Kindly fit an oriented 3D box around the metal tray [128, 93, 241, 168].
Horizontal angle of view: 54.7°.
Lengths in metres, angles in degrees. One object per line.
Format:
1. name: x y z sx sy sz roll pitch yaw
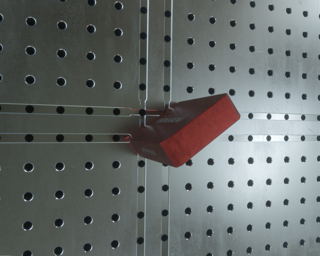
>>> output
1. metal tray: 0.022 0.001 0.366 0.090 0.130 0.030 -36 102 -17
